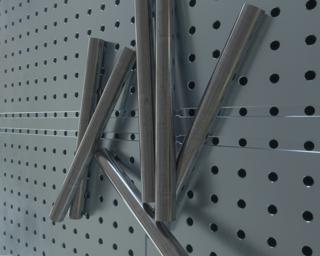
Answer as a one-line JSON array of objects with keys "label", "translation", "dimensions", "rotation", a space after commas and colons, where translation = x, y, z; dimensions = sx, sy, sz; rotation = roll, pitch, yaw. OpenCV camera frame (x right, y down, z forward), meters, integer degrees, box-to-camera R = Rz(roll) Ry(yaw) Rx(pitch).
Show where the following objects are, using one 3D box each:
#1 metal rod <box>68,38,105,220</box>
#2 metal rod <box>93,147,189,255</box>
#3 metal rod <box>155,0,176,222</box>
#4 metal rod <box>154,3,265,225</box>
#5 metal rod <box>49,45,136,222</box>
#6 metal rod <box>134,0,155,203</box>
[{"label": "metal rod", "translation": [-0.123, 0.005, 0.512], "dimensions": [0.025, 0.025, 0.298], "rotation": [15, 99, 39]}, {"label": "metal rod", "translation": [-0.013, 0.115, 0.386], "dimensions": [0.300, 0.025, 0.025], "rotation": [43, 116, 43]}, {"label": "metal rod", "translation": [0.007, -0.040, 0.384], "dimensions": [0.025, 0.025, 0.299], "rotation": [-7, 80, 40]}, {"label": "metal rod", "translation": [0.046, 0.005, 0.372], "dimensions": [0.025, 0.025, 0.298], "rotation": [34, 111, 35]}, {"label": "metal rod", "translation": [-0.106, 0.017, 0.478], "dimensions": [0.025, 0.025, 0.299], "rotation": [35, 106, 34]}, {"label": "metal rod", "translation": [-0.017, -0.056, 0.409], "dimensions": [0.025, 0.025, 0.299], "rotation": [-10, 79, 39]}]
